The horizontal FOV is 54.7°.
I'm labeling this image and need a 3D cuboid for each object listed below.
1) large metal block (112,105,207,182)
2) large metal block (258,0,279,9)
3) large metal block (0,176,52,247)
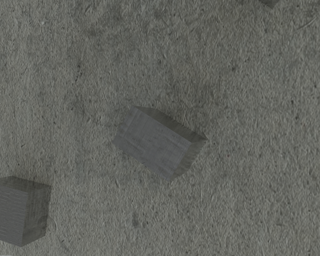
[{"bbox_3d":[0.003,0.016,0.379,0.080,0.080,0.050,33,101,17],"label":"large metal block"},{"bbox_3d":[0.128,-0.190,0.334,0.050,0.080,0.080,42,103,15],"label":"large metal block"},{"bbox_3d":[-0.220,0.124,0.473,0.080,0.050,0.079,9,93,19],"label":"large metal block"}]
